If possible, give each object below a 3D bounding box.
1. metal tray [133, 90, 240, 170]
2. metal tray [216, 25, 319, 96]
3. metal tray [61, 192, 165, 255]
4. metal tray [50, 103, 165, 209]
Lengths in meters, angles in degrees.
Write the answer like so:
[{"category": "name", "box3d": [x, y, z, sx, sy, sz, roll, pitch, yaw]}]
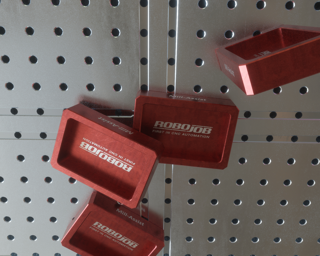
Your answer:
[{"category": "metal tray", "box3d": [0.030, 0.003, 0.411, 0.131, 0.030, 0.089, 6, 110, -3]}, {"category": "metal tray", "box3d": [0.117, -0.078, 0.330, 0.090, 0.130, 0.030, -19, 109, 7]}, {"category": "metal tray", "box3d": [-0.070, 0.166, 0.471, 0.130, 0.030, 0.090, 33, 107, -12]}, {"category": "metal tray", "box3d": [-0.070, 0.035, 0.400, 0.130, 0.030, 0.089, 25, 113, 9]}]
